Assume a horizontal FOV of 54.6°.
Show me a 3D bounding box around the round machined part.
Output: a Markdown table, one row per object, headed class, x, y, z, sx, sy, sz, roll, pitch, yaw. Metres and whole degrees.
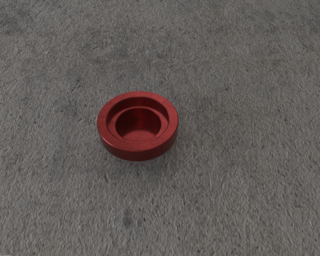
| class | x | y | z | sx | sy | sz | roll | pitch | yaw |
| --- | --- | --- | --- | --- | --- | --- | --- | --- | --- |
| round machined part | -0.027 | 0.002 | 0.391 | 0.099 | 0.042 | 0.098 | 0 | 50 | 0 |
